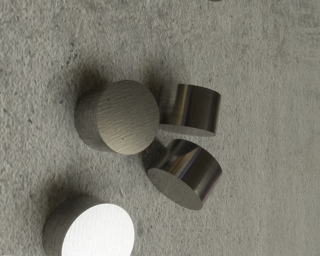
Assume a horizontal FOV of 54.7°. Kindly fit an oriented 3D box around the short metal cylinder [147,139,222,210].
[{"bbox_3d":[0.031,0.060,0.395,0.050,0.080,0.080,-51,120,-28],"label":"short metal cylinder"}]

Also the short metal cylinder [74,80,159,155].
[{"bbox_3d":[-0.048,-0.012,0.348,0.081,0.050,0.080,0,90,-40],"label":"short metal cylinder"}]

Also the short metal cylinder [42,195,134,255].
[{"bbox_3d":[-0.075,0.115,0.326,0.081,0.050,0.080,0,90,-40],"label":"short metal cylinder"}]

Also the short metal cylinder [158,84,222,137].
[{"bbox_3d":[0.035,-0.021,0.398,0.081,0.080,0.050,16,80,-39],"label":"short metal cylinder"}]
